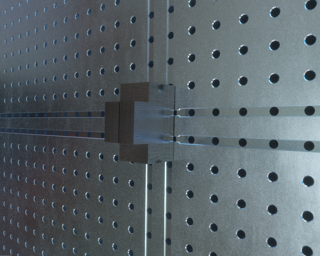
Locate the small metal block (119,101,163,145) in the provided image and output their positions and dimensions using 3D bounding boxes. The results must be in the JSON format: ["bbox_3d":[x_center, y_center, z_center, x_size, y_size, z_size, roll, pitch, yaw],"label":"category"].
[{"bbox_3d":[-0.022,-0.006,0.380,0.025,0.050,0.050,3,92,41],"label":"small metal block"}]

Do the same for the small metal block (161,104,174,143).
[{"bbox_3d":[-0.009,-0.007,0.417,0.050,0.025,0.050,2,92,41],"label":"small metal block"}]

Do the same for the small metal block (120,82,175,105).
[{"bbox_3d":[-0.016,-0.044,0.407,0.050,0.050,0.025,3,92,40],"label":"small metal block"}]

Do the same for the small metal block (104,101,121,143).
[{"bbox_3d":[-0.043,-0.007,0.396,0.025,0.050,0.050,2,92,40],"label":"small metal block"}]

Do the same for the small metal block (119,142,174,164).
[{"bbox_3d":[-0.017,0.030,0.408,0.050,0.050,0.025,2,91,40],"label":"small metal block"}]
